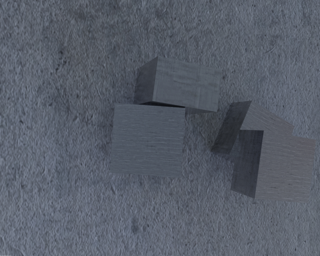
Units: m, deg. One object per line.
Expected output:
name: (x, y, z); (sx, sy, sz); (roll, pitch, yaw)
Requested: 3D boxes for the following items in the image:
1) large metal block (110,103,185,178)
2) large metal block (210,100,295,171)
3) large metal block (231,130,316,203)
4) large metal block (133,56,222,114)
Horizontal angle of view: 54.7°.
large metal block: (-0.014, 0.014, 0.377); (0.080, 0.050, 0.080); (4, 89, 1)
large metal block: (0.132, 0.016, 0.444); (0.080, 0.050, 0.080); (27, 81, -18)
large metal block: (0.144, 0.048, 0.396); (0.081, 0.050, 0.080); (9, 87, -20)
large metal block: (0.019, -0.049, 0.386); (0.081, 0.080, 0.050); (8, 87, -20)
